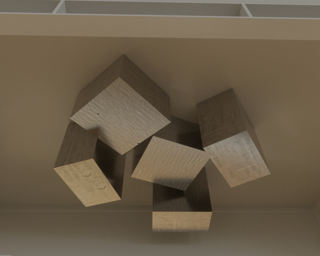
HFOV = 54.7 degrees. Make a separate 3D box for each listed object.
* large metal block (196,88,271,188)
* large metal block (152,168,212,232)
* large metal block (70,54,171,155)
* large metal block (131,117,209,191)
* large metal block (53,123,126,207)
[{"bbox_3d":[0.089,0.012,0.382,0.050,0.080,0.080,-25,126,19],"label":"large metal block"},{"bbox_3d":[0.030,0.106,0.462,0.081,0.080,0.050,1,130,-1],"label":"large metal block"},{"bbox_3d":[-0.044,-0.025,0.368,0.080,0.050,0.080,-35,123,25],"label":"large metal block"},{"bbox_3d":[0.013,0.033,0.419,0.081,0.050,0.079,17,128,-15],"label":"large metal block"},{"bbox_3d":[-0.086,0.043,0.407,0.050,0.080,0.080,-15,129,12],"label":"large metal block"}]
